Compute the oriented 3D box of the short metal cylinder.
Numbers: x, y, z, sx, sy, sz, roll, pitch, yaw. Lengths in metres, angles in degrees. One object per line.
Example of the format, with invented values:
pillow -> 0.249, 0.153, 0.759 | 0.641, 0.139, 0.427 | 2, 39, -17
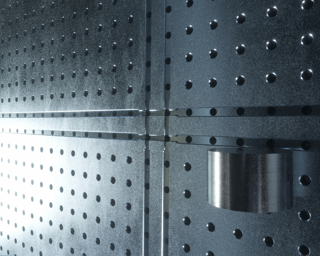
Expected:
short metal cylinder -> 0.086, 0.047, 0.301 | 0.080, 0.081, 0.050 | 0, 90, 39
